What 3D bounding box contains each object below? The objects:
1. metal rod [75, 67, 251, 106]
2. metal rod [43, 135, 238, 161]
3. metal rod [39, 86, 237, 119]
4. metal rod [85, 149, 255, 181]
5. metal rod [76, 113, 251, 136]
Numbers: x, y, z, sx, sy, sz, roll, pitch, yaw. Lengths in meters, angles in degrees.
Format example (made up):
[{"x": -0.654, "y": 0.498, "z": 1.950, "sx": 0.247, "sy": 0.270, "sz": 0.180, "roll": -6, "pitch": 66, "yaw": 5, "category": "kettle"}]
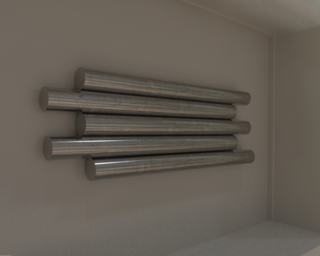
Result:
[{"x": 0.029, "y": -0.052, "z": 0.431, "sx": 0.302, "sy": 0.025, "sz": 0.025, "roll": 1, "pitch": 90, "yaw": -40, "category": "metal rod"}, {"x": 0.002, "y": 0.022, "z": 0.409, "sx": 0.302, "sy": 0.025, "sz": 0.025, "roll": 1, "pitch": 90, "yaw": -40, "category": "metal rod"}, {"x": 0.000, "y": -0.027, "z": 0.406, "sx": 0.302, "sy": 0.025, "sz": 0.025, "roll": 1, "pitch": 90, "yaw": -40, "category": "metal rod"}, {"x": 0.039, "y": 0.048, "z": 0.440, "sx": 0.302, "sy": 0.025, "sz": 0.025, "roll": 1, "pitch": 90, "yaw": -40, "category": "metal rod"}, {"x": 0.030, "y": -0.002, "z": 0.432, "sx": 0.302, "sy": 0.025, "sz": 0.025, "roll": 1, "pitch": 90, "yaw": -40, "category": "metal rod"}]
